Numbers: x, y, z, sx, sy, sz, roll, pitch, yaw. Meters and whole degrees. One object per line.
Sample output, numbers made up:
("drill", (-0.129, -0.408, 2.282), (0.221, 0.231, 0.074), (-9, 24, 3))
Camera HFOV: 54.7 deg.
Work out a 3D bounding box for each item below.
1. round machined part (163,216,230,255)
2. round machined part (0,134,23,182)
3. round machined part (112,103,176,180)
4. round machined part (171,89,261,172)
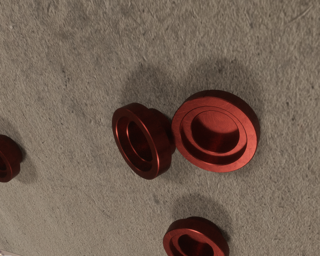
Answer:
("round machined part", (0.058, 0.175, 0.473), (0.098, 0.042, 0.097), (13, 124, 20))
("round machined part", (-0.301, 0.051, 0.583), (0.098, 0.042, 0.097), (13, 124, 20))
("round machined part", (-0.017, 0.013, 0.395), (0.098, 0.042, 0.097), (35, 138, 39))
("round machined part", (0.066, 0.000, 0.360), (0.098, 0.042, 0.097), (13, 124, 20))
